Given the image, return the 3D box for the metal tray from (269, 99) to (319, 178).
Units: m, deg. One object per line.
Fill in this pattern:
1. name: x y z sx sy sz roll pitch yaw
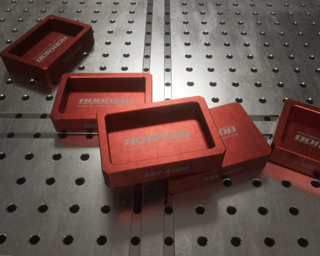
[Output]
1. metal tray: 0.211 0.021 0.388 0.130 0.030 0.090 21 53 15

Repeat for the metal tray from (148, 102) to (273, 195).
1. metal tray: 0.058 0.021 0.387 0.131 0.030 0.090 -14 52 -12

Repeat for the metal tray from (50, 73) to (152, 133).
1. metal tray: -0.076 -0.037 0.434 0.131 0.030 0.090 0 50 -1

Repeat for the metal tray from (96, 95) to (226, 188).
1. metal tray: -0.002 0.012 0.354 0.131 0.030 0.090 -9 51 -8

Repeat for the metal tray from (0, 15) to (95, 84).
1. metal tray: -0.182 -0.135 0.515 0.090 0.030 0.130 19 52 15
